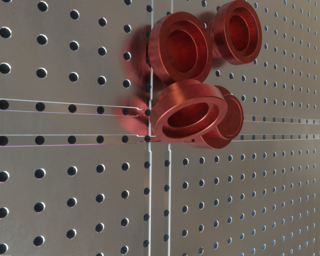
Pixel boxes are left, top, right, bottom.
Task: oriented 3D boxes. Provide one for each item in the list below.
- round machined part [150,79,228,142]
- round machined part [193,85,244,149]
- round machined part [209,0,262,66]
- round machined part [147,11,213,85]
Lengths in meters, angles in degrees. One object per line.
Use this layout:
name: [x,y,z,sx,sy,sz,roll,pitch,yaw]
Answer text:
round machined part: [0.033,-0.025,0.401,0.099,0.098,0.042,8,49,-40]
round machined part: [0.090,-0.016,0.472,0.099,0.042,0.097,0,90,-40]
round machined part: [0.117,-0.149,0.494,0.099,0.042,0.097,0,90,-40]
round machined part: [0.023,-0.101,0.416,0.099,0.042,0.097,0,90,-40]
